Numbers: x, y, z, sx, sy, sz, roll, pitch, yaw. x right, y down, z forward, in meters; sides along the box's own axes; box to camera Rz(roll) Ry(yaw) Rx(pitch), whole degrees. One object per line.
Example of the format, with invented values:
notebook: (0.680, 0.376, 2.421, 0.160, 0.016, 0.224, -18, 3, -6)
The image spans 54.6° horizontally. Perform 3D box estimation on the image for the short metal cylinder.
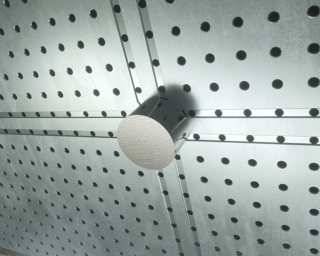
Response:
short metal cylinder: (-0.008, 0.008, 0.405, 0.080, 0.050, 0.080, 13, 124, 21)
